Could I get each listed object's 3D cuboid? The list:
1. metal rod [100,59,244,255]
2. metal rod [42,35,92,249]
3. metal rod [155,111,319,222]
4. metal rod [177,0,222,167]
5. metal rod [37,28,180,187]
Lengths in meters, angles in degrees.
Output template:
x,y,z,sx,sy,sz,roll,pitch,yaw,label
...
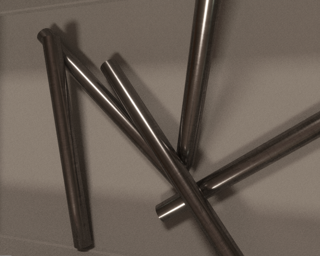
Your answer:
x,y,z,sx,sy,sz,roll,pitch,yaw,label
0.005,0.030,0.386,0.025,0.025,0.299,-39,70,15,metal rod
-0.132,0.022,0.440,0.025,0.025,0.298,-7,93,19,metal rod
0.122,0.034,0.367,0.300,0.025,0.025,-33,80,16,metal rod
0.043,-0.084,0.323,0.025,0.025,0.298,17,123,19,metal rod
-0.074,-0.036,0.435,0.300,0.025,0.025,46,104,14,metal rod
